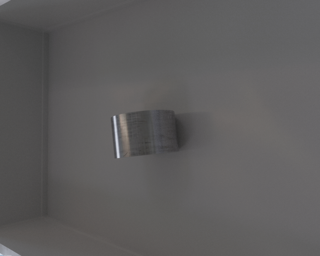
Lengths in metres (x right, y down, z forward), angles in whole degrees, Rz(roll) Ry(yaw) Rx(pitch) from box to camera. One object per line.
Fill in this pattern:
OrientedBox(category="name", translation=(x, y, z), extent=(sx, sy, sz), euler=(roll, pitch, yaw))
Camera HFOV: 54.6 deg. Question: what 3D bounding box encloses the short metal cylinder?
OrientedBox(category="short metal cylinder", translation=(-0.019, 0.009, 0.388), extent=(0.080, 0.081, 0.050), euler=(-10, 83, 39))
